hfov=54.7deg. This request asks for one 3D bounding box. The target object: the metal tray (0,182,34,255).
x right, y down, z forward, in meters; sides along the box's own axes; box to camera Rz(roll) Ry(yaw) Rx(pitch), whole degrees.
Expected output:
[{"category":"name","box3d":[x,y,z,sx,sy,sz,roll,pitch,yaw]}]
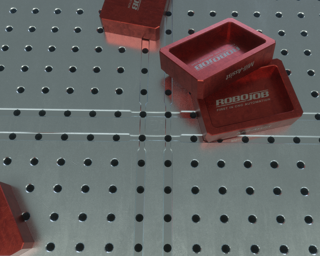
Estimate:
[{"category":"metal tray","box3d":[-0.228,0.131,0.358,0.131,0.030,0.090,-29,73,-10]}]

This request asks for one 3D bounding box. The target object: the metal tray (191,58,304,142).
[{"category":"metal tray","box3d":[0.114,-0.039,0.424,0.131,0.030,0.090,-12,71,-5]}]

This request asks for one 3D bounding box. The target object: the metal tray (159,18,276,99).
[{"category":"metal tray","box3d":[0.077,-0.099,0.419,0.131,0.030,0.090,-29,51,-19]}]

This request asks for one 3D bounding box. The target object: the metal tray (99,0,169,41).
[{"category":"metal tray","box3d":[-0.032,-0.206,0.484,0.090,0.030,0.130,12,70,4]}]
